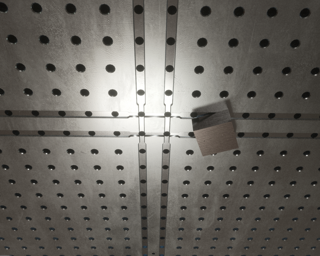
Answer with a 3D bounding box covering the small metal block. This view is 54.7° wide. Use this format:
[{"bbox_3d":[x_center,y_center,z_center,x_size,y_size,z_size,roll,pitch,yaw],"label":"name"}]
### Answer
[{"bbox_3d":[0.075,0.008,0.419,0.050,0.025,0.050,-15,129,12],"label":"small metal block"}]
